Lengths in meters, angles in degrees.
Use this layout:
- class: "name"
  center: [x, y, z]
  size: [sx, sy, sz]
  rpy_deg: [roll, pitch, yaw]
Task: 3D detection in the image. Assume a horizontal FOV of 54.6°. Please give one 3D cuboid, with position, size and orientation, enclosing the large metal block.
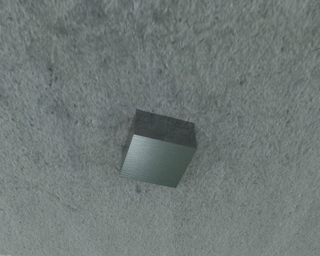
- class: "large metal block"
  center: [-0.004, 0.029, 0.415]
  size: [0.080, 0.050, 0.079]
  rpy_deg: [13, 129, -11]
